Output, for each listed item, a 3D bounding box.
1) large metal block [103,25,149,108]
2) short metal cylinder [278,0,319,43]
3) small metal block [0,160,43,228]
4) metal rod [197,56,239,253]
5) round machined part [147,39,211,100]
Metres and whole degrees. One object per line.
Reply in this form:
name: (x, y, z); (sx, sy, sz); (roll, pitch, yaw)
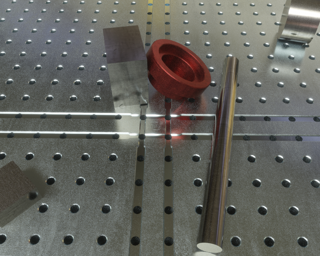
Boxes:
large metal block: (-0.049, -0.088, 0.446); (0.050, 0.080, 0.080); (-8, 51, -7)
short metal cylinder: (0.241, -0.190, 0.535); (0.050, 0.080, 0.080); (12, 51, 10)
small metal block: (-0.170, 0.072, 0.345); (0.050, 0.025, 0.050); (37, 59, 26)
metal rod: (0.082, 0.007, 0.402); (0.025, 0.025, 0.300); (10, 51, 8)
round machined part: (0.021, -0.079, 0.446); (0.099, 0.042, 0.098); (22, 42, -21)
